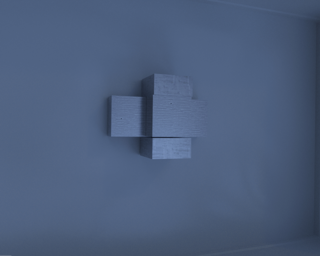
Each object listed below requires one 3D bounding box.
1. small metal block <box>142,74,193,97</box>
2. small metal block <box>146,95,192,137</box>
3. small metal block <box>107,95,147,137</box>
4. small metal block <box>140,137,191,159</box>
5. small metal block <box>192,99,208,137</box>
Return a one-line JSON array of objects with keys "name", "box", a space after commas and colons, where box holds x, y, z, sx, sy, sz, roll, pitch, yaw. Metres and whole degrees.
[{"name": "small metal block", "box": [0.008, -0.052, 0.398, 0.050, 0.050, 0.025, 1, 90, -20]}, {"name": "small metal block", "box": [0.011, -0.014, 0.385, 0.050, 0.025, 0.050, 1, 90, -20]}, {"name": "small metal block", "box": [-0.039, -0.014, 0.394, 0.050, 0.025, 0.050, 1, 90, -20]}, {"name": "small metal block", "box": [0.006, 0.024, 0.396, 0.050, 0.050, 0.025, 1, 90, -20]}, {"name": "small metal block", "box": [0.036, -0.013, 0.422, 0.050, 0.025, 0.050, 1, 90, -20]}]
